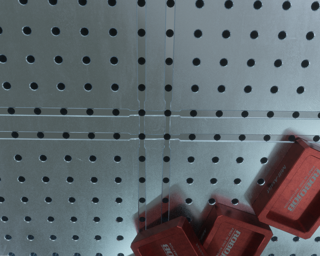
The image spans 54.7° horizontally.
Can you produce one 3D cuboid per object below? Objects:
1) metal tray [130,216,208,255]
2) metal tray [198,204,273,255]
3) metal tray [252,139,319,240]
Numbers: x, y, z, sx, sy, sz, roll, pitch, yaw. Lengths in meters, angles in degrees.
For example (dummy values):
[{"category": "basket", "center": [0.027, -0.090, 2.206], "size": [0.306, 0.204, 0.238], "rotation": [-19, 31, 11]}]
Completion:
[{"category": "metal tray", "center": [0.027, 0.206, 0.461], "size": [0.090, 0.030, 0.130], "rotation": [-28, 94, 21]}, {"category": "metal tray", "center": [0.103, 0.189, 0.482], "size": [0.091, 0.030, 0.129], "rotation": [20, 109, -8]}, {"category": "metal tray", "center": [0.207, 0.090, 0.446], "size": [0.090, 0.030, 0.129], "rotation": [23, 108, -9]}]
